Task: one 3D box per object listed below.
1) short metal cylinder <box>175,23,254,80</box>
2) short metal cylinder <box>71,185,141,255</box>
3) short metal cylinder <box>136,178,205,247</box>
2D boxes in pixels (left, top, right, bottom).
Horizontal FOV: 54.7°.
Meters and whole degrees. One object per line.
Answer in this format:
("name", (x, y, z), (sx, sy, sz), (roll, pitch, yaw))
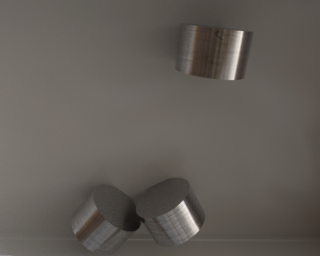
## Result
("short metal cylinder", (0.060, -0.088, 0.350), (0.081, 0.080, 0.050), (6, 110, -2))
("short metal cylinder", (-0.073, 0.125, 0.427), (0.080, 0.080, 0.050), (38, 106, -13))
("short metal cylinder", (0.015, 0.113, 0.424), (0.080, 0.080, 0.050), (-25, 108, 9))
